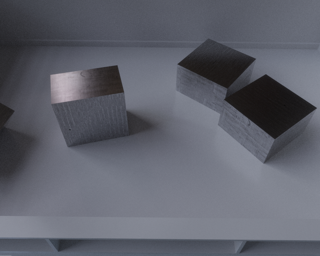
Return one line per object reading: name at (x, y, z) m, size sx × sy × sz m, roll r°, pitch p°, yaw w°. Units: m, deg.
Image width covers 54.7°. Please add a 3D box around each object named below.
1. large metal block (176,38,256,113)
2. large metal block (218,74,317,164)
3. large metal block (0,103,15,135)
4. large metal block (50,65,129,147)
large metal block at (0.081, -0.078, 0.455) m, size 0.080 × 0.050 × 0.080 m, roll 31°, pitch 56°, yaw 23°
large metal block at (0.136, -0.014, 0.403) m, size 0.081 × 0.050 × 0.080 m, roll -30°, pitch 57°, yaw -23°
large metal block at (-0.236, -0.002, 0.363) m, size 0.080 × 0.050 × 0.080 m, roll 33°, pitch 48°, yaw -19°
large metal block at (-0.086, -0.026, 0.391) m, size 0.081 × 0.080 × 0.050 m, roll -11°, pitch 51°, yaw -9°
